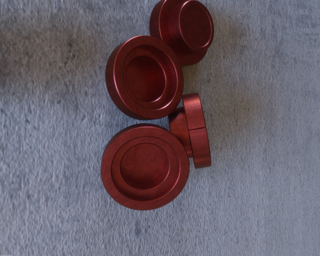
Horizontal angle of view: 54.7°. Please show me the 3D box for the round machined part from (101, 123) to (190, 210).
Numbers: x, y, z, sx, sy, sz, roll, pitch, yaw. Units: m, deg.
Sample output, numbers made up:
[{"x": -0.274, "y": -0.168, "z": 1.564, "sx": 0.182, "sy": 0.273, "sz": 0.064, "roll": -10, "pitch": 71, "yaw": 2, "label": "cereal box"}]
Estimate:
[{"x": -0.018, "y": 0.042, "z": 0.361, "sx": 0.099, "sy": 0.042, "sz": 0.097, "roll": -2, "pitch": 102, "yaw": -8, "label": "round machined part"}]

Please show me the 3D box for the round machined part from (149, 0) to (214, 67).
[{"x": 0.037, "y": -0.136, "z": 0.426, "sx": 0.099, "sy": 0.042, "sz": 0.097, "roll": 0, "pitch": 90, "yaw": -40, "label": "round machined part"}]

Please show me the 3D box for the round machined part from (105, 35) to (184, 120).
[{"x": -0.022, "y": -0.058, "z": 0.373, "sx": 0.099, "sy": 0.042, "sz": 0.097, "roll": 3, "pitch": 85, "yaw": -36, "label": "round machined part"}]

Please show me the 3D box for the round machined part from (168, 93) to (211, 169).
[{"x": 0.037, "y": 0.005, "z": 0.404, "sx": 0.042, "sy": 0.098, "sz": 0.097, "roll": -10, "pitch": 100, "yaw": 5, "label": "round machined part"}]
